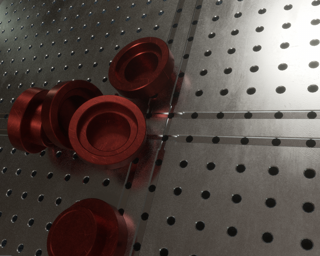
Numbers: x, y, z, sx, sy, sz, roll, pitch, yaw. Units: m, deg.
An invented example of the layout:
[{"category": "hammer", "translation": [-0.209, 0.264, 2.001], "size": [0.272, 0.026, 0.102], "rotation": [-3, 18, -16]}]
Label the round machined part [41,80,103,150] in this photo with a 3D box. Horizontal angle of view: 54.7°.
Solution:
[{"category": "round machined part", "translation": [-0.123, -0.018, 0.436], "size": [0.042, 0.098, 0.098], "rotation": [2, 63, 38]}]

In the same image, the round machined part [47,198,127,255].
[{"category": "round machined part", "translation": [-0.092, 0.130, 0.364], "size": [0.098, 0.042, 0.098], "rotation": [-13, 56, 20]}]

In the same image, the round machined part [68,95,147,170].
[{"category": "round machined part", "translation": [-0.067, 0.008, 0.410], "size": [0.099, 0.042, 0.098], "rotation": [1, 65, -1]}]

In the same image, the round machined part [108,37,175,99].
[{"category": "round machined part", "translation": [-0.023, -0.084, 0.460], "size": [0.098, 0.042, 0.098], "rotation": [-13, 56, 20]}]

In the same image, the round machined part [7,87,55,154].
[{"category": "round machined part", "translation": [-0.174, -0.009, 0.460], "size": [0.042, 0.098, 0.098], "rotation": [14, 67, 12]}]
